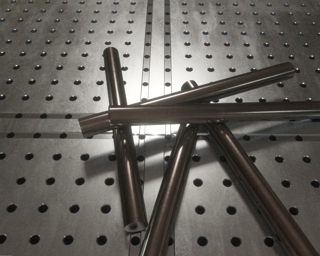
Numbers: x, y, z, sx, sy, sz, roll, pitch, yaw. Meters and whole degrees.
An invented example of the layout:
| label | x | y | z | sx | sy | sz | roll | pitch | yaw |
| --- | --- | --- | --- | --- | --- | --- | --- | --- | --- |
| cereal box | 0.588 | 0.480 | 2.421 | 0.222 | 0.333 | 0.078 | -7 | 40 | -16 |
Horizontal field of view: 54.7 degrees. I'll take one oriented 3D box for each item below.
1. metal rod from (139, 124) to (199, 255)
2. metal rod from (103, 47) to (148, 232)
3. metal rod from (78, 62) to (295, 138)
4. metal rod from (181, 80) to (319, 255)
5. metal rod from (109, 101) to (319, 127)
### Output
| label | x | y | z | sx | sy | sz | roll | pitch | yaw |
| --- | --- | --- | --- | --- | --- | --- | --- | --- | --- |
| metal rod | 0.002 | 0.098 | 0.325 | 0.025 | 0.025 | 0.300 | 12 | 51 | 10 |
| metal rod | -0.053 | -0.010 | 0.415 | 0.025 | 0.025 | 0.300 | -8 | 51 | -7 |
| metal rod | 0.045 | -0.041 | 0.409 | 0.302 | 0.025 | 0.025 | -17 | 52 | -14 |
| metal rod | 0.099 | 0.045 | 0.370 | 0.025 | 0.025 | 0.300 | -17 | 52 | -14 |
| metal rod | 0.088 | -0.020 | 0.393 | 0.302 | 0.025 | 0.025 | -2 | 50 | -15 |
